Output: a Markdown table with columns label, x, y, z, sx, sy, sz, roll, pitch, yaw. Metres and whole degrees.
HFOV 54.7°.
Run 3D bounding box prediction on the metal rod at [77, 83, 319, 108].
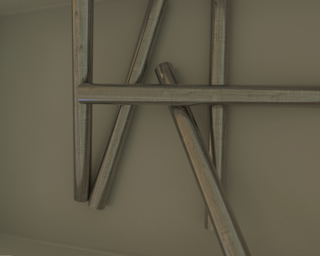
| label | x | y | z | sx | sy | sz | roll | pitch | yaw |
| --- | --- | --- | --- | --- | --- | --- | --- | --- | --- |
| metal rod | 0.055 | -0.038 | 0.355 | 0.302 | 0.025 | 0.025 | 1 | 91 | 6 |

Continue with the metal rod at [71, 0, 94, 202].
| label | x | y | z | sx | sy | sz | roll | pitch | yaw |
| --- | --- | --- | --- | --- | --- | --- | --- | --- | --- |
| metal rod | -0.099 | -0.037 | 0.398 | 0.025 | 0.025 | 0.298 | 13 | 112 | 19 |

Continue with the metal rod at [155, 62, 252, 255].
| label | x | y | z | sx | sy | sz | roll | pitch | yaw |
| --- | --- | --- | --- | --- | --- | --- | --- | --- | --- |
| metal rod | 0.049 | 0.047 | 0.342 | 0.025 | 0.025 | 0.299 | -28 | 61 | 18 |

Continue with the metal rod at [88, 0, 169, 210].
| label | x | y | z | sx | sy | sz | roll | pitch | yaw |
| --- | --- | --- | --- | --- | --- | --- | --- | --- | --- |
| metal rod | -0.046 | -0.030 | 0.426 | 0.025 | 0.025 | 0.298 | 20 | 96 | 19 |

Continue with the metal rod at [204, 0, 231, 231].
| label | x | y | z | sx | sy | sz | roll | pitch | yaw |
| --- | --- | --- | --- | --- | --- | --- | --- | --- | --- |
| metal rod | 0.072 | -0.025 | 0.384 | 0.025 | 0.025 | 0.298 | 2 | 91 | 20 |
